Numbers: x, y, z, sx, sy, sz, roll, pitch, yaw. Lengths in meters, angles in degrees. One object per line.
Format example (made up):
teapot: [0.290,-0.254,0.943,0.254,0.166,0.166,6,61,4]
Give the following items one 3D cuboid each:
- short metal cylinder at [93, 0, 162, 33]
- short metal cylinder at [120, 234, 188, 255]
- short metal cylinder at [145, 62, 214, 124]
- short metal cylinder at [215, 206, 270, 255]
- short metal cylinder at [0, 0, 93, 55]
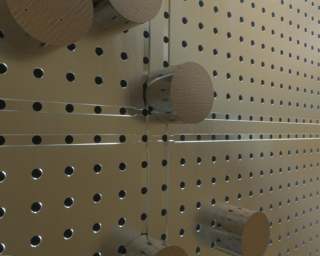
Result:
short metal cylinder: [-0.044,-0.156,0.357,0.081,0.050,0.079,0,90,-40]
short metal cylinder: [-0.008,0.181,0.389,0.081,0.050,0.079,-1,91,-41]
short metal cylinder: [0.027,-0.045,0.418,0.081,0.050,0.079,0,90,-40]
short metal cylinder: [0.137,0.173,0.512,0.081,0.050,0.079,0,91,-40]
short metal cylinder: [-0.113,-0.115,0.299,0.081,0.050,0.079,0,90,-40]
